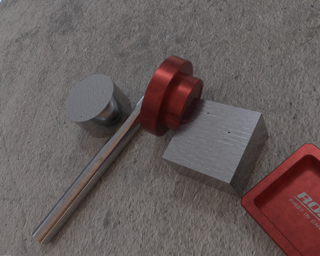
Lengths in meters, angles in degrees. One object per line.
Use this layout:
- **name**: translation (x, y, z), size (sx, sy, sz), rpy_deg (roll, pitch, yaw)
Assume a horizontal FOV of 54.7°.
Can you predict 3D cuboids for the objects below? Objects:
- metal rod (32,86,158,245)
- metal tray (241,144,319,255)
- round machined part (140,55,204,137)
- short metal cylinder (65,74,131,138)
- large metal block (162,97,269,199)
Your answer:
- **metal rod**: translation (-0.062, 0.024, 0.419), size (0.025, 0.025, 0.300), rpy_deg (30, 78, 37)
- **metal tray**: translation (0.148, 0.086, 0.269), size (0.090, 0.030, 0.130), rpy_deg (-41, 51, 0)
- **round machined part**: translation (0.019, -0.033, 0.371), size (0.042, 0.098, 0.098), rpy_deg (24, 74, 16)
- **short metal cylinder**: translation (-0.089, -0.032, 0.452), size (0.080, 0.050, 0.080), rpy_deg (-13, 56, 20)
- **large metal block**: translation (0.063, 0.020, 0.342), size (0.080, 0.050, 0.080), rpy_deg (18, 71, 34)
